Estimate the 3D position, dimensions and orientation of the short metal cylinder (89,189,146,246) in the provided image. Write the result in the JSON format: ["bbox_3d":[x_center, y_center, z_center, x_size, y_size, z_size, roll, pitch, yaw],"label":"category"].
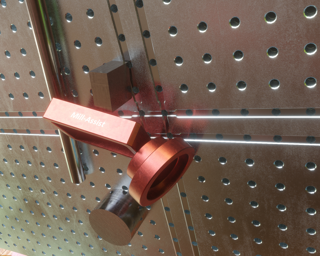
[{"bbox_3d":[-0.072,0.151,0.524,0.080,0.050,0.079,13,124,20],"label":"short metal cylinder"}]

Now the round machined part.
[{"bbox_3d":[-0.004,0.050,0.399,0.042,0.099,0.097,40,131,23],"label":"round machined part"}]

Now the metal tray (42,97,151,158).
[{"bbox_3d":[-0.079,0.005,0.419,0.130,0.030,0.090,16,163,18],"label":"metal tray"}]

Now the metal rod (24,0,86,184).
[{"bbox_3d":[-0.150,-0.040,0.463,0.025,0.025,0.298,10,123,22],"label":"metal rod"}]

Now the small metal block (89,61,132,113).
[{"bbox_3d":[-0.061,-0.053,0.391,0.025,0.050,0.050,9,120,23],"label":"small metal block"}]
